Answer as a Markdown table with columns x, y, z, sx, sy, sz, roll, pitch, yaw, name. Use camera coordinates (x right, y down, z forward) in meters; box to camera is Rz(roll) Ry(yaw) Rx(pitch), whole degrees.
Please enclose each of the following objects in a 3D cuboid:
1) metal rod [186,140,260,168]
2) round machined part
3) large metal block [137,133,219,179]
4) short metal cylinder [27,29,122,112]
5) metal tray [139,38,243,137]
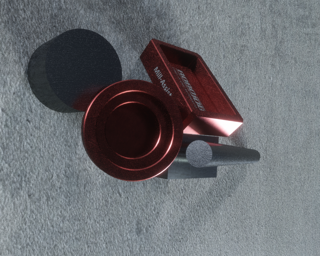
| x | y | z | sx | sy | sz | roll | pitch | yaw | name |
| --- | --- | --- | --- | --- | --- | --- | --- | --- | --- |
| 0.101 | 0.037 | 0.416 | 0.301 | 0.025 | 0.025 | 12 | 82 | -64 | metal rod |
| -0.030 | 0.002 | 0.314 | 0.099 | 0.042 | 0.097 | 0 | 89 | -20 | round machined part |
| 0.014 | 0.032 | 0.384 | 0.081 | 0.080 | 0.050 | 6 | 87 | -40 | large metal block |
| -0.087 | -0.056 | 0.318 | 0.081 | 0.050 | 0.079 | 0 | 90 | -40 | short metal cylinder |
| 0.038 | -0.050 | 0.387 | 0.091 | 0.030 | 0.130 | 6 | 47 | -40 | metal tray |
